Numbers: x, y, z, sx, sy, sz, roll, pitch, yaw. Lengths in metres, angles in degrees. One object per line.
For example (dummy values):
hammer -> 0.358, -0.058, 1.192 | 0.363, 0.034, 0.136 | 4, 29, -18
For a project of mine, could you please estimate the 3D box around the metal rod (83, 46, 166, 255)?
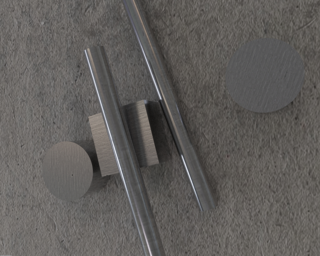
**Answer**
metal rod -> -0.036, 0.051, 0.368 | 0.025, 0.025, 0.298 | -15, 92, 19

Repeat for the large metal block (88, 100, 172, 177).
large metal block -> -0.038, 0.014, 0.409 | 0.080, 0.050, 0.080 | -16, 85, 19

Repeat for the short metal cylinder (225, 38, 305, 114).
short metal cylinder -> 0.119, -0.056, 0.354 | 0.080, 0.050, 0.080 | 0, 90, 20

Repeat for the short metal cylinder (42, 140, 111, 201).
short metal cylinder -> -0.116, 0.057, 0.437 | 0.080, 0.050, 0.080 | 0, 90, 20

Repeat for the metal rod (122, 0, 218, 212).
metal rod -> 0.010, -0.039, 0.405 | 0.025, 0.025, 0.299 | -22, 83, 18
